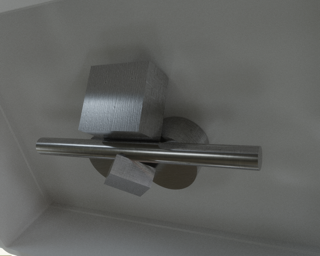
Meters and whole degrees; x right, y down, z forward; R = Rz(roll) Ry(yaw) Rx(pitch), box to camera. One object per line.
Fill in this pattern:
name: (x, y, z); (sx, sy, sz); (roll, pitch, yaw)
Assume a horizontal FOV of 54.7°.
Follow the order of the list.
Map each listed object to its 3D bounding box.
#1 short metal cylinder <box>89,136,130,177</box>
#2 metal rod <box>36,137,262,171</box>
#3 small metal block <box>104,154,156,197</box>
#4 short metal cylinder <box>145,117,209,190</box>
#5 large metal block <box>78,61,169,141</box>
short metal cylinder: (-0.054, 0.031, 0.437); (0.080, 0.050, 0.079); (13, 124, 20)
metal rod: (-0.034, 0.028, 0.376); (0.301, 0.025, 0.025); (1, 119, 27)
small metal block: (-0.038, 0.060, 0.384); (0.050, 0.025, 0.050); (21, 151, -8)
short metal cylinder: (0.018, 0.032, 0.400); (0.080, 0.050, 0.079); (13, 124, 20)
large metal block: (-0.041, -0.029, 0.366); (0.080, 0.050, 0.080); (1, 76, 27)
